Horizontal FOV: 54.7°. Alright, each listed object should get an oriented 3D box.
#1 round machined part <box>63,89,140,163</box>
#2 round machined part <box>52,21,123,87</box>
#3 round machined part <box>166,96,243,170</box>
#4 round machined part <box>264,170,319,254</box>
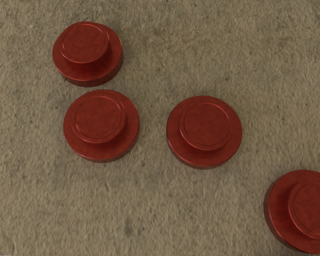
[{"bbox_3d":[-0.076,-0.007,0.401,0.099,0.042,0.098,0,70,-1],"label":"round machined part"},{"bbox_3d":[-0.103,-0.111,0.438,0.099,0.042,0.098,0,70,-1],"label":"round machined part"},{"bbox_3d":[0.057,0.002,0.399,0.099,0.042,0.098,0,70,-1],"label":"round machined part"},{"bbox_3d":[0.178,0.097,0.366,0.099,0.042,0.098,0,70,-1],"label":"round machined part"}]
